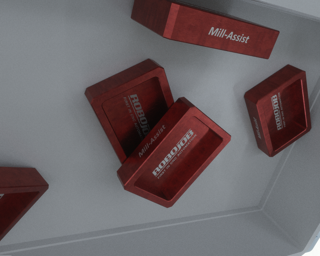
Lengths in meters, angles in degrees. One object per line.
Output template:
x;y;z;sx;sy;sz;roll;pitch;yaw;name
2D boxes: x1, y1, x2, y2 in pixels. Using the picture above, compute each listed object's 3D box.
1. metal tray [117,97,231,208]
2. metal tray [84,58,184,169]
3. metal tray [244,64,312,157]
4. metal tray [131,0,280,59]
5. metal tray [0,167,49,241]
0.019;0.035;0.397;0.090;0.030;0.130;35;99;-39;metal tray
-0.024;-0.009;0.386;0.090;0.030;0.129;-28;128;-11;metal tray
0.191;-0.024;0.494;0.090;0.030;0.130;-34;129;-6;metal tray
0.046;-0.108;0.324;0.131;0.090;0.030;2;117;-30;metal tray
-0.194;0.098;0.330;0.130;0.030;0.090;-47;163;4;metal tray
